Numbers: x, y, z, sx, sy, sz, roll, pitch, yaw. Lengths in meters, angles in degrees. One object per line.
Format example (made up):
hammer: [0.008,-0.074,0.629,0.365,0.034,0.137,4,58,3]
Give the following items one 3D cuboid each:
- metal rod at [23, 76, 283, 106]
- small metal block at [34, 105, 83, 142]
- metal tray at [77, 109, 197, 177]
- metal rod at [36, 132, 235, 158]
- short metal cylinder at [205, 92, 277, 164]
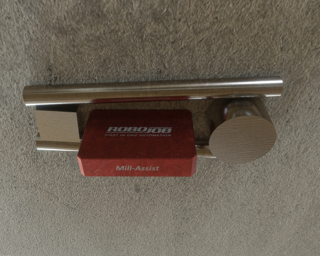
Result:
metal rod: [-0.009,-0.044,0.371,0.302,0.025,0.025,-2,130,1]
small metal block: [-0.129,-0.009,0.400,0.050,0.025,0.050,3,130,-3]
metal tray: [-0.025,0.016,0.377,0.131,0.090,0.030,0,130,0]
metal rod: [-0.014,0.025,0.430,0.302,0.025,0.025,3,130,-3]
short metal cylinder: [0.099,0.000,0.393,0.081,0.050,0.079,0,130,0]
